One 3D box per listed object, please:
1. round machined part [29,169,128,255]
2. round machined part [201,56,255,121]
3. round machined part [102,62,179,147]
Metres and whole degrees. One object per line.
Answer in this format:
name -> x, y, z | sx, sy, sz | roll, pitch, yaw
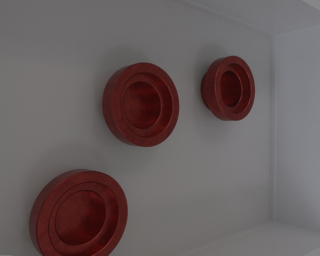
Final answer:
round machined part -> -0.086, 0.091, 0.324 | 0.099, 0.042, 0.097 | 0, 90, -40
round machined part -> 0.101, -0.059, 0.480 | 0.099, 0.042, 0.097 | 0, 90, -40
round machined part -> -0.026, -0.027, 0.373 | 0.099, 0.042, 0.097 | 0, 90, -40
